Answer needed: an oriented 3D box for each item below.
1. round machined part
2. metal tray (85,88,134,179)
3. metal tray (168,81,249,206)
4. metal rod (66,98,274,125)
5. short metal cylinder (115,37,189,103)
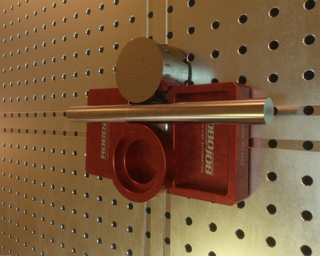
[{"bbox_3d":[-0.018,0.043,0.396,0.098,0.042,0.097,0,90,40],"label":"round machined part"},{"bbox_3d":[-0.069,0.007,0.456,0.090,0.030,0.129,4,92,40],"label":"metal tray"},{"bbox_3d":[0.053,0.016,0.357,0.090,0.030,0.129,1,91,40],"label":"metal tray"},{"bbox_3d":[-0.016,-0.018,0.378,0.300,0.025,0.025,1,91,39],"label":"metal rod"},{"bbox_3d":[-0.011,-0.071,0.397,0.080,0.050,0.079,0,90,40],"label":"short metal cylinder"}]
